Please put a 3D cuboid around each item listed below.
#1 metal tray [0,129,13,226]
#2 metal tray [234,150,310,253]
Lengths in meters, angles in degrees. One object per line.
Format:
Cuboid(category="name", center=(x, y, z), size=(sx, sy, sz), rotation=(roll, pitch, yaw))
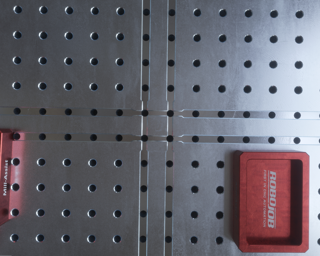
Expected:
Cuboid(category="metal tray", center=(-0.249, 0.064, 0.409), size=(0.090, 0.030, 0.129), rotation=(3, 90, 0))
Cuboid(category="metal tray", center=(0.146, 0.095, 0.411), size=(0.090, 0.030, 0.129), rotation=(0, 90, 0))
